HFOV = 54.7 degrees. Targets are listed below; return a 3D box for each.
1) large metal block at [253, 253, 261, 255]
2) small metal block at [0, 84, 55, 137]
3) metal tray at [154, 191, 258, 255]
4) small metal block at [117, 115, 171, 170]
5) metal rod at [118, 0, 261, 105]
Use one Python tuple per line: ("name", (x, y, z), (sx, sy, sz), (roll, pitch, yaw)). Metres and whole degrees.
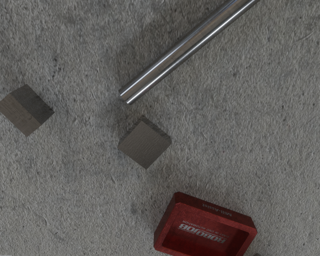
("large metal block", (0.150, 0.259, 0.478), (0.050, 0.080, 0.080), (39, 105, -13))
("small metal block", (-0.166, -0.023, 0.386), (0.025, 0.050, 0.050), (-37, 106, 12))
("metal tray", (0.066, 0.159, 0.466), (0.131, 0.030, 0.089), (21, 109, -8))
("small metal block", (-0.021, 0.019, 0.417), (0.050, 0.025, 0.050), (39, 105, -14))
("metal rod", (0.072, -0.128, 0.363), (0.300, 0.025, 0.025), (-38, 106, 12))
